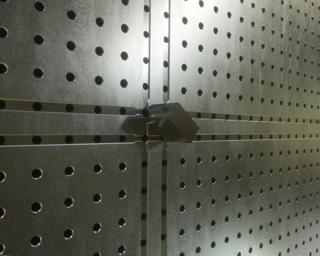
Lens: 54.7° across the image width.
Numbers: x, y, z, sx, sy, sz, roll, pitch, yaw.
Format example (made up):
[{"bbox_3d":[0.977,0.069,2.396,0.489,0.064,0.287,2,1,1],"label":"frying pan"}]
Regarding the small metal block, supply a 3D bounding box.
[{"bbox_3d":[0.015,-0.006,0.407,0.050,0.050,0.025,48,62,-30],"label":"small metal block"}]
